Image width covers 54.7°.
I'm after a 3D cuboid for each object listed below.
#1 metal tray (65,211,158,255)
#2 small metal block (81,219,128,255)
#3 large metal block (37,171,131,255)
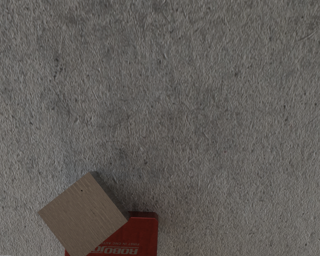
[{"bbox_3d":[-0.070,0.170,0.454,0.131,0.030,0.089,3,92,-1],"label":"metal tray"},{"bbox_3d":[-0.084,0.176,0.474,0.050,0.025,0.050,28,108,-10],"label":"small metal block"},{"bbox_3d":[-0.097,0.114,0.413,0.080,0.050,0.080,-39,85,-6],"label":"large metal block"}]
